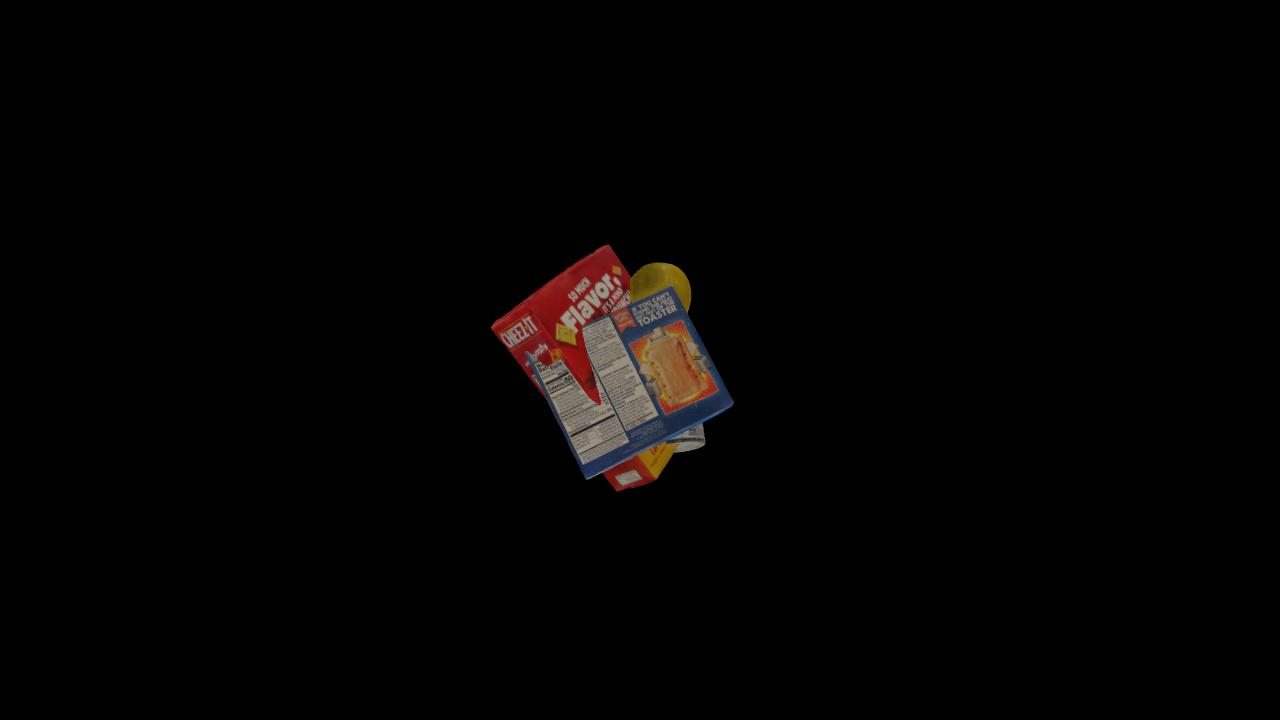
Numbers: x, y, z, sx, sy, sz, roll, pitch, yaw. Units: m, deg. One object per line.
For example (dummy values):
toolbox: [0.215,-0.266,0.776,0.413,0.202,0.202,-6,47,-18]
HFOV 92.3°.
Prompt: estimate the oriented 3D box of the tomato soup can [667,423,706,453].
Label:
tomato soup can: [0.034,0.050,0.686,0.068,0.101,0.068,-7,-18,-2]

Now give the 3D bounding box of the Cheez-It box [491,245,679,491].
Cheez-It box: [-0.032,0.005,0.674,0.071,0.223,0.166,-26,15,38]

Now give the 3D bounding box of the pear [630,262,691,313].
pear: [0.033,-0.063,0.724,0.080,0.080,0.111,0,-27,31]

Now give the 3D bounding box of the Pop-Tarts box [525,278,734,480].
Pop-Tarts box: [-0.012,0.026,0.645,0.167,0.141,0.083,-26,-8,-11]
